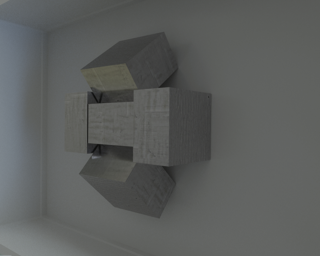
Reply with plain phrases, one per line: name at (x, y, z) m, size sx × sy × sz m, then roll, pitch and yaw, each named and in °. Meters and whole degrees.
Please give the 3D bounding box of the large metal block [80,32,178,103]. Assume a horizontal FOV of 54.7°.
large metal block at (-0.037, -0.075, 0.392) m, size 0.080 × 0.080 × 0.050 m, roll 2°, pitch 129°, yaw 40°

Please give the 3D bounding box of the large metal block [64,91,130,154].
large metal block at (-0.086, -0.007, 0.441) m, size 0.050 × 0.081 × 0.080 m, roll 1°, pitch 91°, yaw 40°

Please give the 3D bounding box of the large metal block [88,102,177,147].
large metal block at (-0.034, -0.005, 0.398) m, size 0.080 × 0.081 × 0.050 m, roll 1°, pitch 91°, yaw 40°

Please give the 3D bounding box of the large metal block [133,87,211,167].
large metal block at (0.016, -0.002, 0.357) m, size 0.050 × 0.081 × 0.080 m, roll 1°, pitch 91°, yaw 40°

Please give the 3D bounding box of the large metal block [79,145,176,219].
large metal block at (-0.040, 0.065, 0.393) m, size 0.080 × 0.080 × 0.050 m, roll 1°, pitch 49°, yaw 39°
